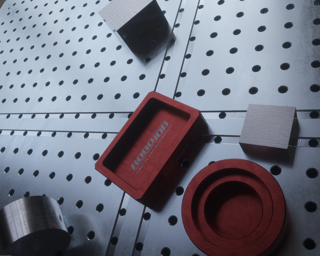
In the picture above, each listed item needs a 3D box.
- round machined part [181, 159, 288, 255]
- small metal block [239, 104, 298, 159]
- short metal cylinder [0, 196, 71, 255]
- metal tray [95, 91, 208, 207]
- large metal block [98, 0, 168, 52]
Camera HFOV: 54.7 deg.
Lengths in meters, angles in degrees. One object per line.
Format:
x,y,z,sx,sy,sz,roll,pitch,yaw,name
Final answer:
0.075,0.083,0.307,0.098,0.042,0.098,-13,56,21,round machined part
0.121,0.002,0.344,0.050,0.025,0.050,7,65,31,small metal block
-0.156,0.129,0.376,0.080,0.080,0.050,-40,51,1,short metal cylinder
-0.012,0.022,0.397,0.090,0.030,0.130,28,77,37,metal tray
-0.048,-0.192,0.535,0.080,0.050,0.080,-40,51,1,large metal block
